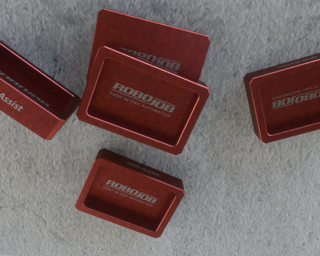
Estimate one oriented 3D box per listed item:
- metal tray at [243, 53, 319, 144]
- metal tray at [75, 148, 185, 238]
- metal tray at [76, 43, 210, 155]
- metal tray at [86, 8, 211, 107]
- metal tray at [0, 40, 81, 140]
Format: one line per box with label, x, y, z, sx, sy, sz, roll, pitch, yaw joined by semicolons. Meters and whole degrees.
metal tray;0.182;-0.041;0.394;0.131;0.030;0.089;-16;110;5
metal tray;-0.042;0.095;0.441;0.131;0.030;0.089;23;108;-9
metal tray;-0.020;-0.032;0.362;0.131;0.030;0.089;21;109;-8
metal tray;-0.015;-0.083;0.376;0.131;0.030;0.089;13;110;-5
metal tray;-0.161;-0.049;0.354;0.130;0.090;0.030;37;106;-13
